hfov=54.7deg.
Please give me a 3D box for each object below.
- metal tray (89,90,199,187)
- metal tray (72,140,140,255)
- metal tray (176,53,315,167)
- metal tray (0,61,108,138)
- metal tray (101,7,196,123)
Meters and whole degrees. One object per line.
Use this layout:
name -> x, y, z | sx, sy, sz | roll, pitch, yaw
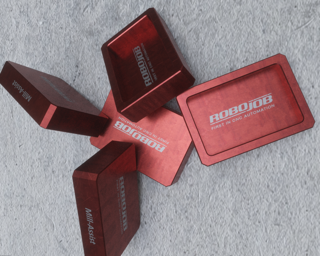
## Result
metal tray -> -0.020, 0.008, 0.413 | 0.130, 0.030, 0.090 | 27, 99, 17
metal tray -> -0.059, 0.091, 0.375 | 0.030, 0.090, 0.129 | 6, 113, 20
metal tray -> 0.094, -0.019, 0.357 | 0.131, 0.030, 0.090 | -21, 83, 3
metal tray -> -0.141, -0.038, 0.407 | 0.130, 0.090, 0.030 | 37, 102, 33
metal tray -> -0.021, -0.081, 0.383 | 0.090, 0.030, 0.130 | -33, 51, 16
